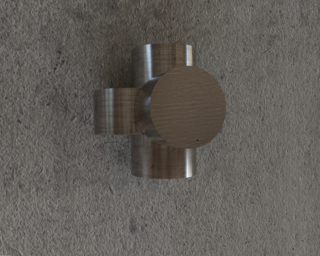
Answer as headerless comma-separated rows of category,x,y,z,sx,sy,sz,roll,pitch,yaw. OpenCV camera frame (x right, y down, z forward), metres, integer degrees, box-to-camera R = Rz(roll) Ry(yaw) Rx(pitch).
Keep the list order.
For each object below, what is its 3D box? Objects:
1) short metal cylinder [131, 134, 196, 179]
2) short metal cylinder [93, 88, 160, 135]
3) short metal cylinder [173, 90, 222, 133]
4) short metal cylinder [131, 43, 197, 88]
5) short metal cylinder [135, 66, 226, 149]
short metal cylinder,0.005,0.031,0.384,0.081,0.080,0.050,0,90,-20
short metal cylinder,-0.038,-0.018,0.368,0.081,0.080,0.050,-1,91,-20
short metal cylinder,0.039,-0.019,0.396,0.081,0.080,0.050,0,91,-20
short metal cylinder,0.005,-0.070,0.384,0.081,0.080,0.050,-2,91,-20
short metal cylinder,0.020,-0.020,0.320,0.081,0.050,0.079,0,90,-21
